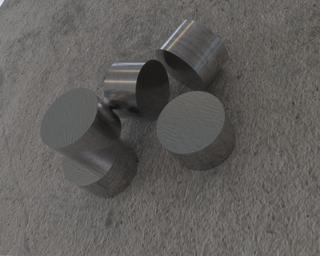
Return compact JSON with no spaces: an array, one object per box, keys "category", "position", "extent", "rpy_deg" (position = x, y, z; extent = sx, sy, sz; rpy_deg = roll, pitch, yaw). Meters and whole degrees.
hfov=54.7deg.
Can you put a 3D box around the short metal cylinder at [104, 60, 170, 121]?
[{"category":"short metal cylinder","position":[-0.029,-0.051,0.415],"extent":[0.050,0.080,0.080],"rpy_deg":[7,65,31]}]

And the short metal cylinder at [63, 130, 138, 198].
[{"category":"short metal cylinder","position":[-0.076,0.045,0.401],"extent":[0.080,0.050,0.080],"rpy_deg":[-13,56,21]}]

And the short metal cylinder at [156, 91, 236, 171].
[{"category":"short metal cylinder","position":[0.043,0.004,0.363],"extent":[0.080,0.050,0.080],"rpy_deg":[-13,56,21]}]

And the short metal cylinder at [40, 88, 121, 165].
[{"category":"short metal cylinder","position":[-0.095,-0.001,0.374],"extent":[0.080,0.050,0.080],"rpy_deg":[-13,56,21]}]

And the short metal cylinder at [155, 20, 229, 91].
[{"category":"short metal cylinder","position":[0.041,-0.093,0.404],"extent":[0.080,0.080,0.050],"rpy_deg":[32,80,38]}]
